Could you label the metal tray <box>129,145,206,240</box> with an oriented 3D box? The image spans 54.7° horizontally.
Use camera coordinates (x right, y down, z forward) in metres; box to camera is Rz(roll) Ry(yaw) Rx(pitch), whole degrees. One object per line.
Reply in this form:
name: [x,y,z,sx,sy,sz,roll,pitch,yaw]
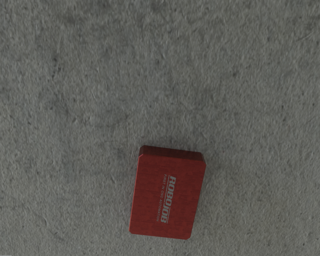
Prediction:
metal tray: [0.008,0.094,0.442,0.091,0.030,0.129,8,110,-4]
